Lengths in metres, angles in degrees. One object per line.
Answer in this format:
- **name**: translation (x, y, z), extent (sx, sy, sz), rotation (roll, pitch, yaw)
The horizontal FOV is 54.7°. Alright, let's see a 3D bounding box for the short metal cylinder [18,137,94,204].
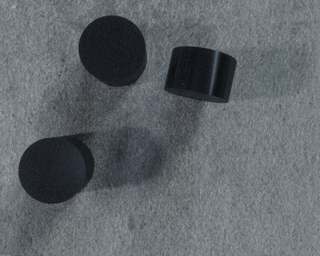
- **short metal cylinder**: translation (-0.129, 0.051, 0.396), extent (0.081, 0.050, 0.079), rotation (0, 90, -1)

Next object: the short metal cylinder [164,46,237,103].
- **short metal cylinder**: translation (0.050, -0.064, 0.383), extent (0.080, 0.080, 0.050), rotation (12, 90, -1)

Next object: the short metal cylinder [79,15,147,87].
- **short metal cylinder**: translation (-0.058, -0.096, 0.397), extent (0.081, 0.050, 0.079), rotation (0, 90, -1)
